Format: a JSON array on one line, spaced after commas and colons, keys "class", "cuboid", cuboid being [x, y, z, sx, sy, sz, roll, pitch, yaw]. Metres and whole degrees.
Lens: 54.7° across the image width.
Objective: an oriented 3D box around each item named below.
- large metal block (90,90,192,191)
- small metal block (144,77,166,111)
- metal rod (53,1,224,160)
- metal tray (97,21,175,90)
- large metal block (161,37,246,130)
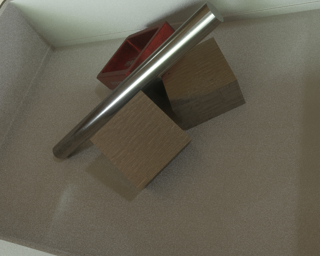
[{"class": "large metal block", "cuboid": [-0.020, 0.016, 0.368, 0.080, 0.050, 0.080, -45, 82, -3]}, {"class": "small metal block", "cuboid": [-0.018, -0.047, 0.425, 0.050, 0.025, 0.050, -38, 34, 33]}, {"class": "metal rod", "cuboid": [-0.048, -0.038, 0.380, 0.299, 0.025, 0.025, -36, 48, 33]}, {"class": "metal tray", "cuboid": [-0.036, -0.099, 0.445, 0.090, 0.030, 0.130, -55, 27, -12]}, {"class": "large metal block", "cuboid": [0.051, -0.057, 0.396, 0.080, 0.050, 0.080, -25, 53, 12]}]
